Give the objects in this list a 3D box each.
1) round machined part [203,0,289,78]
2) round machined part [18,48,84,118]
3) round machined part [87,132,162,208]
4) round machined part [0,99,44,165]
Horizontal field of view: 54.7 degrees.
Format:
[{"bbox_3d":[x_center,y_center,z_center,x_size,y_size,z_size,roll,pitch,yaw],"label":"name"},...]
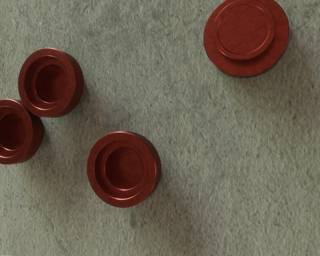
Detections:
[{"bbox_3d":[0.100,-0.110,0.365,0.098,0.042,0.097,0,90,19],"label":"round machined part"},{"bbox_3d":[-0.153,-0.063,0.452,0.098,0.042,0.097,0,90,19],"label":"round machined part"},{"bbox_3d":[-0.044,0.053,0.414,0.098,0.042,0.097,0,90,19],"label":"round machined part"},{"bbox_3d":[-0.220,0.006,0.476,0.098,0.042,0.097,0,90,19],"label":"round machined part"}]
